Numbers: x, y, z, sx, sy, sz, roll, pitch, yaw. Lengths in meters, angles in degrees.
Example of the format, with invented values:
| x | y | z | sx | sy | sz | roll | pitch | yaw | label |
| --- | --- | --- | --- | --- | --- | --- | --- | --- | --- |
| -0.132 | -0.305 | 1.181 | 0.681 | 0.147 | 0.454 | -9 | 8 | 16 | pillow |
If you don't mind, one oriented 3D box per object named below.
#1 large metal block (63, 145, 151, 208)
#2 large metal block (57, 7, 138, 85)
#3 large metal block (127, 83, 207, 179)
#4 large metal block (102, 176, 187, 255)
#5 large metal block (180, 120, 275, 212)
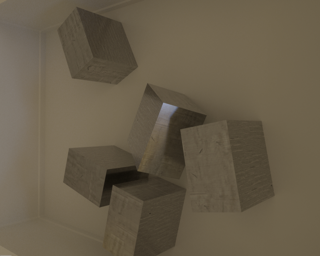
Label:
| x | y | z | sx | sy | sz | roll | pitch | yaw | label |
| --- | --- | --- | --- | --- | --- | --- | --- | --- | --- |
| -0.073 | 0.062 | 0.429 | 0.080 | 0.081 | 0.050 | 21 | 103 | 38 | large metal block |
| -0.088 | -0.113 | 0.441 | 0.050 | 0.081 | 0.080 | -32 | 70 | 35 | large metal block |
| 0.003 | 0.001 | 0.363 | 0.080 | 0.050 | 0.079 | -122 | 50 | -64 | large metal block |
| -0.018 | 0.111 | 0.384 | 0.050 | 0.081 | 0.079 | 17 | 101 | 38 | large metal block |
| 0.070 | 0.036 | 0.312 | 0.050 | 0.081 | 0.080 | -13 | 82 | 39 | large metal block |
